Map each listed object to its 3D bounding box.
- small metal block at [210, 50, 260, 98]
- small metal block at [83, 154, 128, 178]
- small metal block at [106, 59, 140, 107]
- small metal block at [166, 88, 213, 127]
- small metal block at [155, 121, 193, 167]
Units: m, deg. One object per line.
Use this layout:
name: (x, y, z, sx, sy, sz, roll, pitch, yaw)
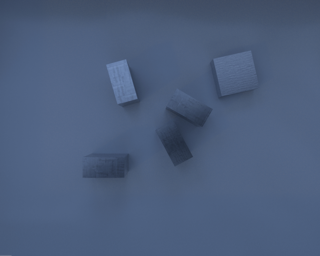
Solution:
small metal block: (0.099, -0.071, 0.413, 0.050, 0.025, 0.050, -13, 90, -1)
small metal block: (-0.068, 0.048, 0.398, 0.050, 0.050, 0.025, 0, 90, -1)
small metal block: (-0.046, -0.056, 0.398, 0.025, 0.050, 0.050, -16, 90, 0)
small metal block: (0.036, -0.025, 0.399, 0.050, 0.050, 0.025, 30, 90, -1)
small metal block: (0.017, 0.019, 0.399, 0.025, 0.050, 0.050, -28, 90, 0)
